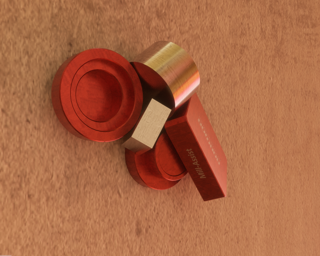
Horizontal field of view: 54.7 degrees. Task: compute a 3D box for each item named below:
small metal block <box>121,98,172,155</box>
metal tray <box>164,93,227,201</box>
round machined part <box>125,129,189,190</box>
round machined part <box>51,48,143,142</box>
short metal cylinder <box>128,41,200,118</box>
[{"bbox_3d":[-0.017,0.000,0.355,0.025,0.050,0.050,31,69,-10],"label":"small metal block"},{"bbox_3d":[0.053,0.022,0.421,0.130,0.030,0.090,61,24,-22],"label":"metal tray"},{"bbox_3d":[0.007,0.032,0.403,0.099,0.042,0.097,0,90,-40],"label":"round machined part"},{"bbox_3d":[-0.070,-0.034,0.338,0.099,0.042,0.097,0,90,-40],"label":"round machined part"},{"bbox_3d":[0.000,-0.057,0.373,0.050,0.080,0.080,-45,118,-31],"label":"short metal cylinder"}]
